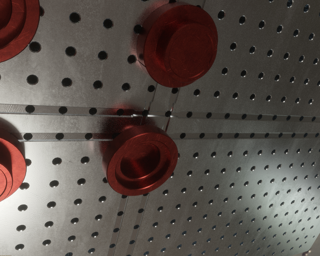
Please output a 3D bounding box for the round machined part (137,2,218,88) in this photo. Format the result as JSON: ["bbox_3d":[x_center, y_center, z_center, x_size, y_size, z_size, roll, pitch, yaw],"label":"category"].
[{"bbox_3d":[0.027,-0.091,0.360,0.099,0.042,0.097,-14,125,-21],"label":"round machined part"}]

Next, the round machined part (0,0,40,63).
[{"bbox_3d":[-0.153,-0.104,0.252,0.099,0.042,0.097,-14,125,-21],"label":"round machined part"}]

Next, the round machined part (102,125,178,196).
[{"bbox_3d":[-0.029,0.038,0.410,0.099,0.042,0.097,-14,125,-21],"label":"round machined part"}]

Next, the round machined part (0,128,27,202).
[{"bbox_3d":[-0.193,0.048,0.324,0.099,0.042,0.097,-14,125,-21],"label":"round machined part"}]
